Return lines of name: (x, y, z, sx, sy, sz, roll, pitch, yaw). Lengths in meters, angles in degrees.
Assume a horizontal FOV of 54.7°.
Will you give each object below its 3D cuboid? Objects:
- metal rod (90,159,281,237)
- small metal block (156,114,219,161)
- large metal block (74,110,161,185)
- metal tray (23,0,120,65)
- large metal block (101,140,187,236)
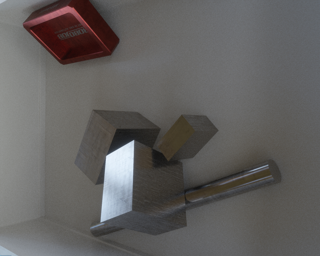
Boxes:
metal rod: (0.008, 0.101, 0.398, 0.299, 0.025, 0.025, -28, 73, 36)
small metal block: (0.033, 0.011, 0.362, 0.050, 0.050, 0.025, -51, 60, 27)
large metal block: (-0.056, 0.024, 0.415, 0.050, 0.081, 0.079, 35, 112, 34)
metal tray: (-0.137, -0.146, 0.474, 0.130, 0.090, 0.030, 1, 55, 39)
large metal block: (-0.017, 0.071, 0.357, 0.050, 0.080, 0.080, -30, 47, 35)
